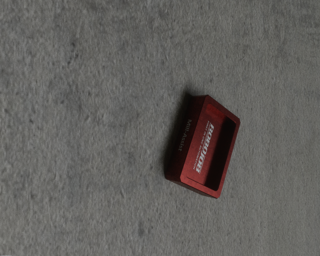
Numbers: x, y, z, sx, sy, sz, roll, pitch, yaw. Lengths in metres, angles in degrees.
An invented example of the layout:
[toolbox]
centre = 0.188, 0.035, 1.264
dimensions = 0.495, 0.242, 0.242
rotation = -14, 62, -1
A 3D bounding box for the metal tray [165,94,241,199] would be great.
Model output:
[metal tray]
centre = 0.066, 0.028, 0.455
dimensions = 0.090, 0.030, 0.130
rotation = 31, 71, -36
